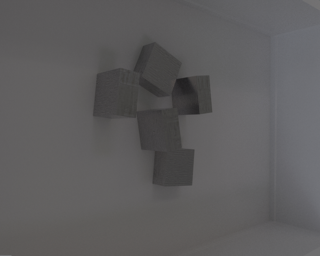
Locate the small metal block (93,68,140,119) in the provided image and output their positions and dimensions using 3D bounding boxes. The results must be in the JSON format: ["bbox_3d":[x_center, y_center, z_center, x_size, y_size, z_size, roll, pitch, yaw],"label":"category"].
[{"bbox_3d":[-0.050,-0.037,0.348,0.025,0.050,0.050,8,85,-40],"label":"small metal block"}]

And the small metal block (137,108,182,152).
[{"bbox_3d":[-0.002,0.002,0.389,0.025,0.050,0.050,-12,98,-39],"label":"small metal block"}]

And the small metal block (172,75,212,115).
[{"bbox_3d":[0.042,-0.044,0.425,0.025,0.050,0.050,-10,97,-40],"label":"small metal block"}]

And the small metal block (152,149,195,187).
[{"bbox_3d":[0.019,0.052,0.422,0.050,0.025,0.050,7,86,-40],"label":"small metal block"}]

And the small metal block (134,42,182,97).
[{"bbox_3d":[-0.004,-0.074,0.403,0.050,0.025,0.050,30,71,-36],"label":"small metal block"}]
